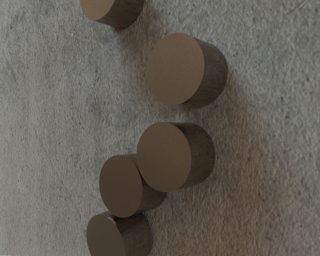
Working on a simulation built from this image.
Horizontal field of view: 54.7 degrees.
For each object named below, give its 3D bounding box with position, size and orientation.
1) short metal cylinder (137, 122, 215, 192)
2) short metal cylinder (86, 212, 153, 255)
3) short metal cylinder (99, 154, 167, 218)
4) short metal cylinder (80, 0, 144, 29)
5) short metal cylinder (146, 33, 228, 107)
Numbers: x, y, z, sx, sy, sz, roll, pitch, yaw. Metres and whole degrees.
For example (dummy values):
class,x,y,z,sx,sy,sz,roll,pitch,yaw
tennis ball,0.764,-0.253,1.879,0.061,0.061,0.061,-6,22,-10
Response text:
class,x,y,z,sx,sy,sz,roll,pitch,yaw
short metal cylinder,0.018,0.033,0.372,0.080,0.050,0.079,0,90,39
short metal cylinder,-0.057,0.152,0.429,0.080,0.050,0.079,6,99,40
short metal cylinder,-0.036,0.075,0.416,0.080,0.050,0.079,0,90,39
short metal cylinder,-0.069,-0.188,0.443,0.080,0.050,0.079,0,90,39
short metal cylinder,0.031,-0.065,0.362,0.080,0.050,0.079,0,90,39
